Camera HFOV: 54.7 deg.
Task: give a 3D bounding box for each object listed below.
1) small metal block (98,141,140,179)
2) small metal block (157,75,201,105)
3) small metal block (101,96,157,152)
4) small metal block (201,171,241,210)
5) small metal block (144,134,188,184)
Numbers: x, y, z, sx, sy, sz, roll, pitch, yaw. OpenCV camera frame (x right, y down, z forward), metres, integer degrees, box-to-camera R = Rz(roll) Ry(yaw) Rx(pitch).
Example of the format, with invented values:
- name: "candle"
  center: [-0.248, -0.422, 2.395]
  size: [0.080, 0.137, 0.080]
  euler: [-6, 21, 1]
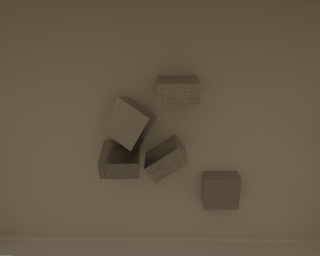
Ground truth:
- name: "small metal block"
  center: [-0.052, 0.041, 0.410]
  size: [0.050, 0.050, 0.025]
  euler: [-1, 122, 0]
- name: "small metal block"
  center: [0.022, -0.047, 0.381]
  size: [0.050, 0.050, 0.025]
  euler: [-1, 110, 0]
- name: "small metal block"
  center: [-0.040, -0.006, 0.399]
  size: [0.050, 0.025, 0.050]
  euler: [34, 108, 14]
- name: "small metal block"
  center: [0.087, 0.090, 0.445]
  size: [0.050, 0.025, 0.050]
  euler: [-1, 110, 0]
- name: "small metal block"
  center: [0.008, 0.040, 0.413]
  size: [0.050, 0.050, 0.025]
  euler: [-33, 107, 11]
